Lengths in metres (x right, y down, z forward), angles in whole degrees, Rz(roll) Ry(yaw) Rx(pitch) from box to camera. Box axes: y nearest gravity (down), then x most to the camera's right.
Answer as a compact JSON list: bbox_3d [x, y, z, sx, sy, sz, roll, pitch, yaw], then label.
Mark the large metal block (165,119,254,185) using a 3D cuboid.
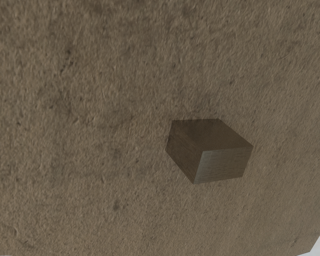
[{"bbox_3d":[0.065,0.028,0.426,0.081,0.080,0.050,-3,120,-28],"label":"large metal block"}]
